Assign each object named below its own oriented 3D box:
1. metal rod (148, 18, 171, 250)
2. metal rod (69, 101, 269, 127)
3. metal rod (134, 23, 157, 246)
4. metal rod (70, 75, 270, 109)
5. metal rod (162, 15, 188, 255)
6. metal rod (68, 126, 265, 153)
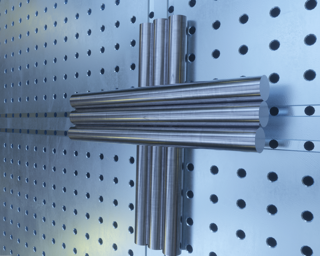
[{"bbox_3d":[0.000,0.009,0.411,0.025,0.025,0.298,2,92,40],"label":"metal rod"},{"bbox_3d":[-0.016,-0.015,0.391,0.300,0.025,0.025,1,91,40],"label":"metal rod"},{"bbox_3d":[-0.019,0.009,0.426,0.025,0.025,0.298,2,92,40],"label":"metal rod"},{"bbox_3d":[-0.016,-0.040,0.391,0.300,0.025,0.025,1,91,40],"label":"metal rod"},{"bbox_3d":[0.019,0.010,0.395,0.025,0.025,0.298,2,92,40],"label":"metal rod"},{"bbox_3d":[-0.019,0.010,0.393,0.300,0.025,0.025,1,91,40],"label":"metal rod"}]
